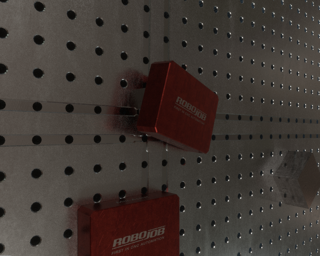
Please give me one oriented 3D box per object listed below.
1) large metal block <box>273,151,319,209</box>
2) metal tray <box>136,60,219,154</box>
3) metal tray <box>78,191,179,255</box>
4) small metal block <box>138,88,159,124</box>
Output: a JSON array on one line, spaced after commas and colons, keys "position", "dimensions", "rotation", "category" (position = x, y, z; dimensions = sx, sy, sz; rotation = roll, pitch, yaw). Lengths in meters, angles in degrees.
[{"position": [0.285, 0.104, 0.636], "dimensions": [0.080, 0.050, 0.080], "rotation": [-45, 117, -31], "category": "large metal block"}, {"position": [0.030, -0.023, 0.416], "dimensions": [0.131, 0.030, 0.090], "rotation": [25, 74, -50], "category": "metal tray"}, {"position": [-0.033, 0.133, 0.380], "dimensions": [0.131, 0.030, 0.089], "rotation": [-1, 91, -40], "category": "metal tray"}, {"position": [0.000, -0.027, 0.411], "dimensions": [0.050, 0.025, 0.050], "rotation": [-4, 93, -40], "category": "small metal block"}]
